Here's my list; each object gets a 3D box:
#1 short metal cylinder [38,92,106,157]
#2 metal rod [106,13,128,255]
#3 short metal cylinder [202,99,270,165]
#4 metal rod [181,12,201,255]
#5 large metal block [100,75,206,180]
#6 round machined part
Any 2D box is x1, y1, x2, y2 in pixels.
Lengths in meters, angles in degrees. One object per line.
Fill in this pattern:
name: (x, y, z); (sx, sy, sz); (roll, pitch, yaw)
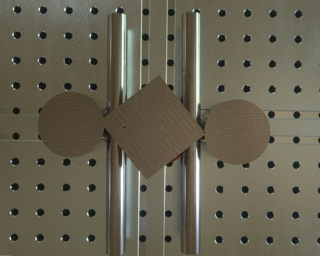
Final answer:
short metal cylinder: (-0.108, -0.004, 0.400); (0.081, 0.050, 0.080); (0, 90, 0)
metal rod: (-0.055, 0.008, 0.392); (0.025, 0.025, 0.298); (0, 90, 0)
short metal cylinder: (0.094, 0.005, 0.401); (0.081, 0.050, 0.080); (0, 90, 0)
metal rod: (0.039, 0.007, 0.392); (0.025, 0.025, 0.298); (0, 90, 0)
large metal block: (-0.008, -0.001, 0.353); (0.080, 0.050, 0.080); (-38, 90, 0)
round machined part: (-0.008, 0.003, 0.405); (0.099, 0.042, 0.097); (0, 90, 0)
